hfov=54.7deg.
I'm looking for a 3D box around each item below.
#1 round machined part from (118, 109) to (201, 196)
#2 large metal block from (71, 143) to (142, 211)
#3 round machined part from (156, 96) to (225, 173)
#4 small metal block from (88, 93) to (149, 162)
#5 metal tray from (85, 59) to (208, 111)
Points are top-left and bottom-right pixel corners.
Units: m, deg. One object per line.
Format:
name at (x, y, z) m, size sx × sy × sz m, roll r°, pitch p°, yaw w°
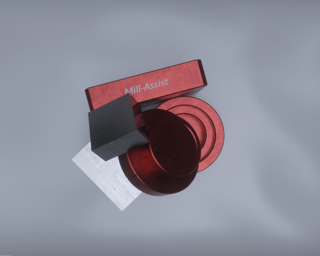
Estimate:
round machined part at (0.006, 0.024, 0.344) m, size 0.099 × 0.042 × 0.098 m, roll 14°, pitch 65°, yaw -31°
large metal block at (-0.052, 0.046, 0.382) m, size 0.050 × 0.080 × 0.080 m, roll -44°, pitch 91°, yaw 0°
round machined part at (0.031, 0.009, 0.403) m, size 0.099 × 0.042 × 0.097 m, roll 0°, pitch 90°, yaw -1°
small metal block at (-0.044, -0.001, 0.317) m, size 0.050 × 0.025 × 0.050 m, roll -24°, pitch 51°, yaw 12°
metal tray at (-0.015, -0.045, 0.377) m, size 0.131 × 0.090 × 0.030 m, roll -15°, pitch 91°, yaw -1°
